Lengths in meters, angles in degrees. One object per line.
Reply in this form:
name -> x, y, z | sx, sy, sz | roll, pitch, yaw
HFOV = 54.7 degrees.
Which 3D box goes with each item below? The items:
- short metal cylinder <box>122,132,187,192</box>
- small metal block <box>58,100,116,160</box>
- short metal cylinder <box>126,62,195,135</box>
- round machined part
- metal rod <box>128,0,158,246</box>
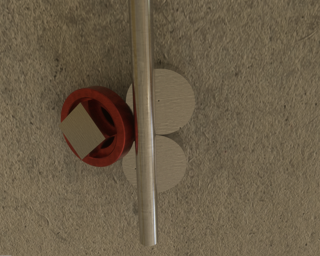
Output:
short metal cylinder -> -0.007, 0.038, 0.411 | 0.081, 0.050, 0.079 | 0, 109, 0
small metal block -> -0.085, 0.001, 0.367 | 0.050, 0.025, 0.050 | -38, 85, 32
short metal cylinder -> 0.001, -0.038, 0.384 | 0.081, 0.050, 0.079 | 0, 110, 0
round machined part -> -0.072, -0.004, 0.386 | 0.098, 0.042, 0.097 | 9, 110, 27
metal rod -> -0.017, 0.009, 0.361 | 0.025, 0.025, 0.298 | -1, 110, 0
